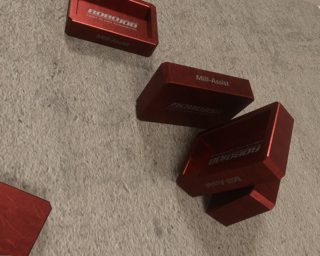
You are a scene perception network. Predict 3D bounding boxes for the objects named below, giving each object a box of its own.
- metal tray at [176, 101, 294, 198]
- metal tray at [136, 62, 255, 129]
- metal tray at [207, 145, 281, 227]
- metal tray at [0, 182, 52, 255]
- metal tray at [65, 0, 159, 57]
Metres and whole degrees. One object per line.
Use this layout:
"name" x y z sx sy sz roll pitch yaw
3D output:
"metal tray" 0.085 0.028 0.365 0.030 0.130 0.090 44 49 -18
"metal tray" 0.045 -0.037 0.410 0.131 0.090 0.030 7 59 -25
"metal tray" 0.114 0.053 0.393 0.030 0.090 0.130 36 51 -5
"metal tray" -0.160 0.107 0.250 0.090 0.030 0.130 27 52 -12
"metal tray" -0.069 -0.164 0.464 0.131 0.030 0.090 10 57 -23
